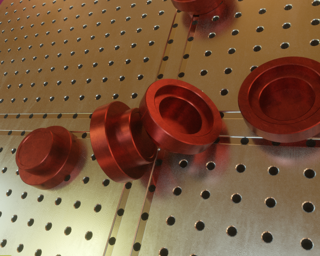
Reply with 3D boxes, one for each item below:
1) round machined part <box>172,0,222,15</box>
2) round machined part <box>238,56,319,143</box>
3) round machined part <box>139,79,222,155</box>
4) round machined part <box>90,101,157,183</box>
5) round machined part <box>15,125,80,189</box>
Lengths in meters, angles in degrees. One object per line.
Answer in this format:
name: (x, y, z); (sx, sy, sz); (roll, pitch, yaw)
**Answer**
round machined part: (0.065, -0.222, 0.498); (0.098, 0.042, 0.098); (-13, 56, 20)
round machined part: (0.140, -0.027, 0.341); (0.098, 0.042, 0.098); (-13, 56, 20)
round machined part: (0.021, -0.009, 0.368); (0.042, 0.099, 0.098); (124, 144, -44)
round machined part: (-0.037, 0.014, 0.370); (0.042, 0.098, 0.098); (-17, 55, 20)
round machined part: (-0.174, 0.038, 0.463); (0.098, 0.042, 0.098); (-13, 56, 20)
